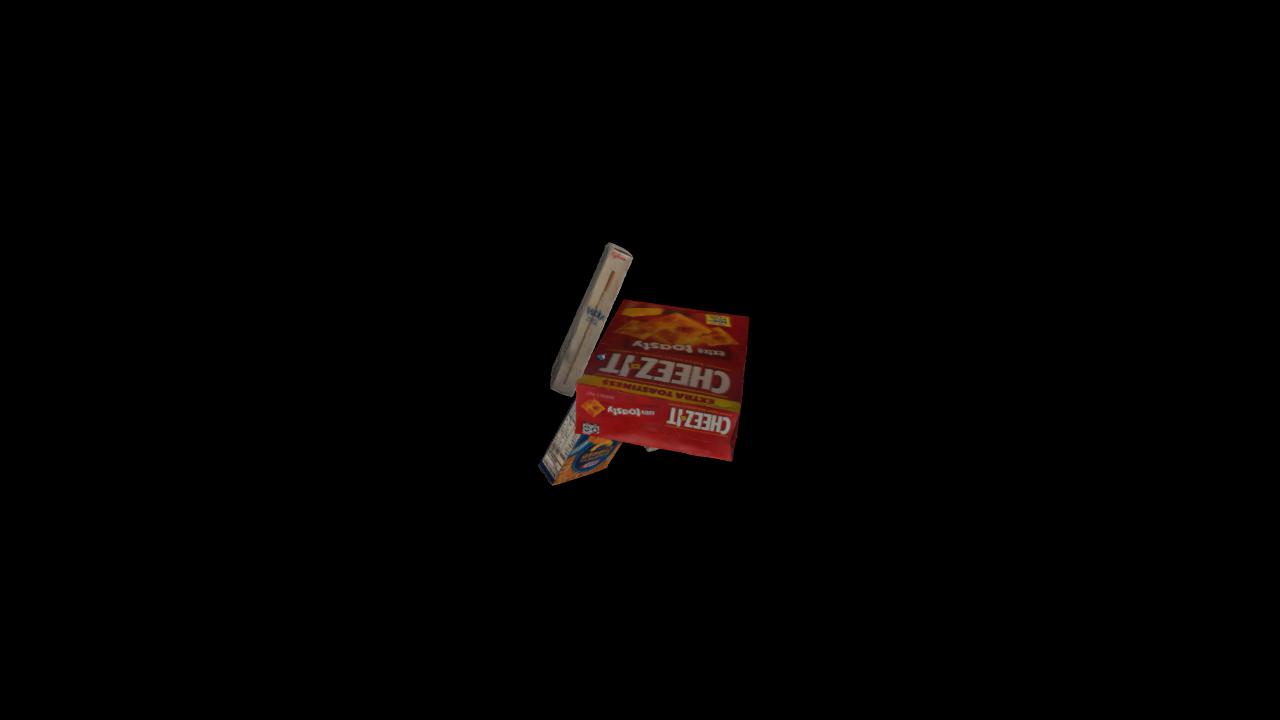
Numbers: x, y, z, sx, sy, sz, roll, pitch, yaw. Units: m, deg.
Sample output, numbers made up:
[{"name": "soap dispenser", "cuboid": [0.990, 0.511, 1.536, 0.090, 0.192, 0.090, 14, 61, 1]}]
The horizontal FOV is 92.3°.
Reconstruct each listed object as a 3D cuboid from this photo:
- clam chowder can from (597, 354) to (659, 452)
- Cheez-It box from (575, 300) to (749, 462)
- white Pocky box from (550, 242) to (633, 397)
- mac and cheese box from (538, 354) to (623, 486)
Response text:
[{"name": "clam chowder can", "cuboid": [0.016, 0.053, 0.756, 0.068, 0.102, 0.068, -24, -16, -7]}, {"name": "Cheez-It box", "cuboid": [0.033, 0.012, 0.695, 0.166, 0.071, 0.223, 9, 30, 8]}, {"name": "white Pocky box", "cuboid": [-0.052, -0.044, 0.633, 0.028, 0.154, 0.084, 23, 11, -10]}, {"name": "mac and cheese box", "cuboid": [-0.043, 0.066, 0.714, 0.093, 0.184, 0.041, -12, 51, -46]}]
